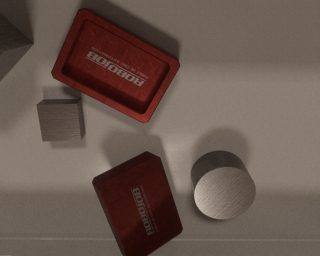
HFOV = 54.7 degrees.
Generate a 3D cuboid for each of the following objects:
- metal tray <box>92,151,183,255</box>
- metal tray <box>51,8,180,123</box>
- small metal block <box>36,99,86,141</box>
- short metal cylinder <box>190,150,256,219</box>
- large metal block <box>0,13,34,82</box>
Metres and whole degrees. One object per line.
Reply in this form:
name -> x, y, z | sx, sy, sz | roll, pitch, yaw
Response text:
metal tray -> -0.027, 0.109, 0.426 | 0.091, 0.030, 0.129 | -26, 111, -24
metal tray -> -0.053, -0.074, 0.380 | 0.131, 0.030, 0.089 | 27, 108, -10
small metal block -> -0.128, -0.011, 0.406 | 0.050, 0.025, 0.050 | -1, 110, 0
short metal cylinder -> 0.085, 0.078, 0.428 | 0.081, 0.050, 0.079 | 0, 110, -1
large metal block -> -0.202, -0.081, 0.349 | 0.080, 0.080, 0.050 | -42, 105, 13
